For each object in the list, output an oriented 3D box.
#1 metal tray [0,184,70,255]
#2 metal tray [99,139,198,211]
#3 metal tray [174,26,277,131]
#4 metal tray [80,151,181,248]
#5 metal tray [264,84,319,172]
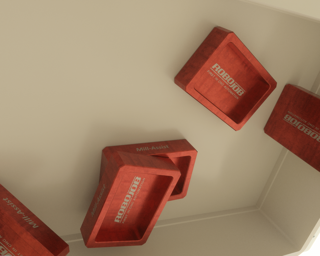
[{"bbox_3d":[-0.175,0.124,0.333,0.090,0.130,0.030,-52,174,8],"label":"metal tray"},{"bbox_3d":[-0.017,0.066,0.438,0.131,0.030,0.089,-4,121,-27],"label":"metal tray"},{"bbox_3d":[0.093,-0.061,0.420,0.130,0.030,0.090,32,100,-39],"label":"metal tray"},{"bbox_3d":[-0.039,0.097,0.405,0.091,0.030,0.129,12,112,-34],"label":"metal tray"},{"bbox_3d":[0.228,-0.001,0.467,0.030,0.130,0.089,5,116,-31],"label":"metal tray"}]
